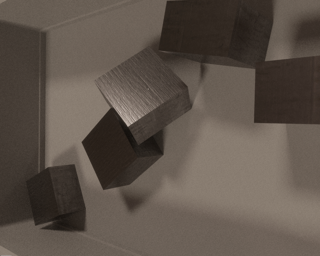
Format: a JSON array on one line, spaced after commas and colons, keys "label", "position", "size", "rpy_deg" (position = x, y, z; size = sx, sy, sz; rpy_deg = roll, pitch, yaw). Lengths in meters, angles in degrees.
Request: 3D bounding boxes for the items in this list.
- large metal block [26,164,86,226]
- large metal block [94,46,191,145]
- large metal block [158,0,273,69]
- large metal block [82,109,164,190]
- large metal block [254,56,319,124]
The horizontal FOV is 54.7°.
[{"label": "large metal block", "position": [-0.182, 0.116, 0.537], "size": [0.080, 0.050, 0.080], "rpy_deg": [-29, 72, 36]}, {"label": "large metal block", "position": [-0.020, -0.040, 0.380], "size": [0.080, 0.050, 0.080], "rpy_deg": [-35, 62, -8]}, {"label": "large metal block", "position": [0.059, -0.095, 0.321], "size": [0.080, 0.081, 0.050], "rpy_deg": [17, 101, 38]}, {"label": "large metal block", "position": [-0.055, 0.028, 0.433], "size": [0.080, 0.050, 0.080], "rpy_deg": [-44, 64, 31]}, {"label": "large metal block", "position": [0.134, -0.028, 0.259], "size": [0.080, 0.081, 0.050], "rpy_deg": [2, 92, 39]}]
